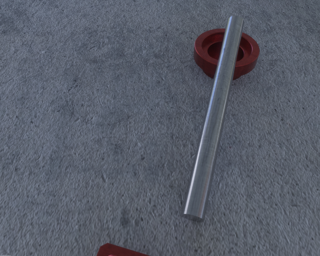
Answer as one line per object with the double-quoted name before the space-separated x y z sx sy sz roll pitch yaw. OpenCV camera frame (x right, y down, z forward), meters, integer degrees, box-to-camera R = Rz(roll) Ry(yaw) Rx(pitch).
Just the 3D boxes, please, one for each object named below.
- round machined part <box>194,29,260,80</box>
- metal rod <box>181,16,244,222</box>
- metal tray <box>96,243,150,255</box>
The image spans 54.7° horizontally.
"round machined part" 0.102 -0.111 0.487 0.099 0.042 0.098 0 50 0
"metal rod" 0.074 -0.032 0.395 0.025 0.025 0.300 12 62 10
"metal tray" -0.004 0.163 0.263 0.131 0.030 0.090 13 51 10
